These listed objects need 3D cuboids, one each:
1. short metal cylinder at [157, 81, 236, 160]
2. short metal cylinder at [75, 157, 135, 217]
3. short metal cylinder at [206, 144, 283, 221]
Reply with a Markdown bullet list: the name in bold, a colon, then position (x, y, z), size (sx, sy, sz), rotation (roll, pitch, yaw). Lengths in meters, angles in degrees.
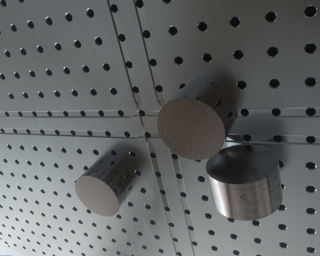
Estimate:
- **short metal cylinder**: position (0.044, -0.009, 0.366), size (0.080, 0.050, 0.079), rotation (13, 124, 20)
- **short metal cylinder**: position (-0.088, 0.094, 0.498), size (0.080, 0.050, 0.079), rotation (13, 124, 20)
- **short metal cylinder**: position (0.098, 0.061, 0.361), size (0.080, 0.080, 0.050), rotation (-2, 118, 29)
